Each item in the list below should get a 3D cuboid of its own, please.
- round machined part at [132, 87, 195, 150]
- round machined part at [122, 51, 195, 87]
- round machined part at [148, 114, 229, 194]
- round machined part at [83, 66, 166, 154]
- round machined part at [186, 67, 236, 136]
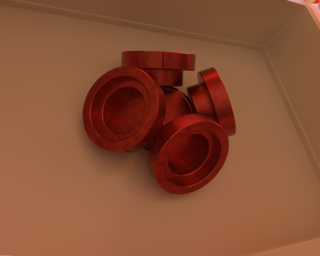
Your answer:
[{"bbox_3d":[0.007,-0.017,0.408,0.099,0.042,0.098,14,56,-21],"label":"round machined part"},{"bbox_3d":[-0.002,-0.078,0.417,0.099,0.098,0.042,-4,102,-30],"label":"round machined part"},{"bbox_3d":[0.030,0.027,0.369,0.099,0.097,0.042,-1,26,-29],"label":"round machined part"},{"bbox_3d":[-0.037,-0.018,0.361,0.042,0.098,0.098,27,40,-62],"label":"round machined part"},{"bbox_3d":[0.066,-0.030,0.426,0.042,0.098,0.098,-18,67,3],"label":"round machined part"}]
